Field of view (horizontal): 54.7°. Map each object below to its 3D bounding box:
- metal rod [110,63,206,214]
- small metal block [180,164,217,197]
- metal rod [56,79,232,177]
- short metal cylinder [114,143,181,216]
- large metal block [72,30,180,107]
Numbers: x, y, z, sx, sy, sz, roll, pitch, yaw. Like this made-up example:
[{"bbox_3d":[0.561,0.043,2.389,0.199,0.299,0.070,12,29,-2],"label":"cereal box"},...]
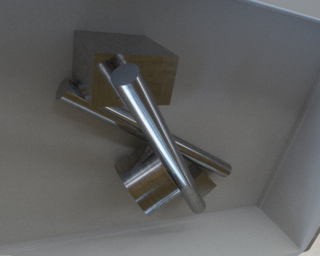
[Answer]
[{"bbox_3d":[0.016,0.039,0.366,0.025,0.025,0.299,-35,142,-6],"label":"metal rod"},{"bbox_3d":[0.055,0.091,0.496,0.050,0.025,0.050,-44,130,2],"label":"small metal block"},{"bbox_3d":[0.002,0.014,0.419,0.301,0.025,0.025,28,103,-38],"label":"metal rod"},{"bbox_3d":[-0.016,0.067,0.404,0.050,0.080,0.080,-35,129,-6],"label":"short metal cylinder"},{"bbox_3d":[-0.039,-0.062,0.314,0.081,0.080,0.050,-4,120,-27],"label":"large metal block"}]
